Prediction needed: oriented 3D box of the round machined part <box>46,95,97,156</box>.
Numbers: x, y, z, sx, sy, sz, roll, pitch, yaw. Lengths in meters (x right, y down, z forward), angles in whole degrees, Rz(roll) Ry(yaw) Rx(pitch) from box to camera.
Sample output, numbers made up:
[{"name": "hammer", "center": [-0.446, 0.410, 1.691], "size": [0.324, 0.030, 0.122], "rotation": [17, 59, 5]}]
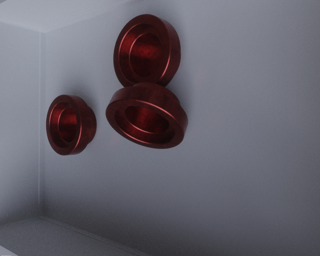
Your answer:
[{"name": "round machined part", "center": [-0.142, -0.005, 0.510], "size": [0.098, 0.042, 0.097], "rotation": [0, 90, 39]}]

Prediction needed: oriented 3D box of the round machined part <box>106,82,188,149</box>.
[{"name": "round machined part", "center": [-0.013, -0.018, 0.381], "size": [0.098, 0.098, 0.042], "rotation": [-10, 47, 39]}]

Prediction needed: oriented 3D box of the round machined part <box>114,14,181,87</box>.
[{"name": "round machined part", "center": [-0.012, -0.093, 0.404], "size": [0.098, 0.042, 0.097], "rotation": [0, 90, 39]}]
